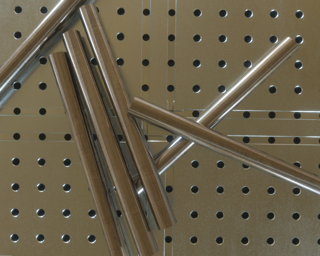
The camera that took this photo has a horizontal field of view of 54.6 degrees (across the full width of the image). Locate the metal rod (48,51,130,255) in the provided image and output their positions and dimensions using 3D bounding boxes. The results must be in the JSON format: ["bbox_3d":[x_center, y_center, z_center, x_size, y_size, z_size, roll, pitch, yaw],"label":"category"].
[{"bbox_3d":[-0.092,0.046,0.412,0.025,0.025,0.299,-17,90,0],"label":"metal rod"}]

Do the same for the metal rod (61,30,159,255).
[{"bbox_3d":[-0.066,0.015,0.395,0.025,0.025,0.299,-21,83,0],"label":"metal rod"}]

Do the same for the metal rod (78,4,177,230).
[{"bbox_3d":[-0.044,-0.019,0.396,0.025,0.025,0.299,-21,84,0],"label":"metal rod"}]

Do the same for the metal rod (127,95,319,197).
[{"bbox_3d":[0.102,0.031,0.395,0.301,0.025,0.025,23,90,-8],"label":"metal rod"}]

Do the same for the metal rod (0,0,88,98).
[{"bbox_3d":[-0.173,-0.105,0.412,0.025,0.025,0.300,42,90,0],"label":"metal rod"}]

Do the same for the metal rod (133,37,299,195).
[{"bbox_3d":[0.064,-0.011,0.413,0.300,0.025,0.025,-43,90,0],"label":"metal rod"}]
